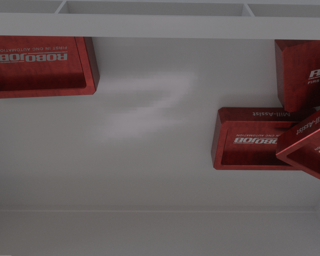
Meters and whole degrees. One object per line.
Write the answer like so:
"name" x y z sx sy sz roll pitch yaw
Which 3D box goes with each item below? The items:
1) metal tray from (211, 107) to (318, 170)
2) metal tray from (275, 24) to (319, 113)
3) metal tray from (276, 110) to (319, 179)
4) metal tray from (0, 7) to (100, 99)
"metal tray" 0.141 0.017 0.420 0.131 0.030 0.089 0 130 -1
"metal tray" 0.201 -0.073 0.345 0.130 0.030 0.090 -13 129 10
"metal tray" 0.211 0.015 0.354 0.090 0.030 0.129 26 146 -8
"metal tray" -0.139 -0.079 0.337 0.131 0.030 0.089 -2 130 2
